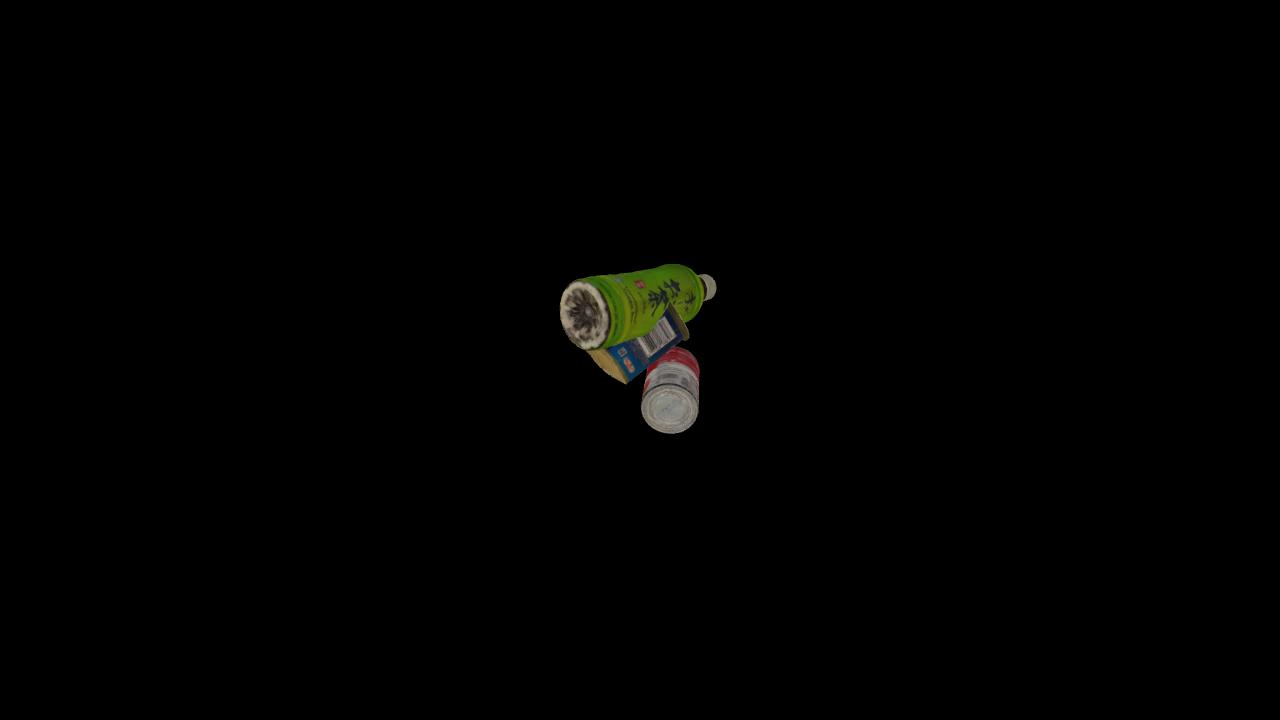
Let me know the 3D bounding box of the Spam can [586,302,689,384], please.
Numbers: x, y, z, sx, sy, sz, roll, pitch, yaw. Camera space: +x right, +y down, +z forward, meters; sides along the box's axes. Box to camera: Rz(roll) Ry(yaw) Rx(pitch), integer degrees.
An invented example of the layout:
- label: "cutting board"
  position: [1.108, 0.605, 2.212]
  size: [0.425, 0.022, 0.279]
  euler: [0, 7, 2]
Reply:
- label: "Spam can"
  position: [-0.010, -0.027, 0.658]
  size: [0.085, 0.058, 0.101]
  euler: [-38, 24, -12]

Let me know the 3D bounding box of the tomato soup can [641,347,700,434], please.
- label: "tomato soup can"
  position: [0.038, 0.035, 0.736]
  size: [0.068, 0.068, 0.101]
  euler: [0, 26, 5]

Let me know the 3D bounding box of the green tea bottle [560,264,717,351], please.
- label: "green tea bottle"
  position: [0.011, -0.063, 0.647]
  size: [0.073, 0.073, 0.212]
  euler: [0, 12, 38]
